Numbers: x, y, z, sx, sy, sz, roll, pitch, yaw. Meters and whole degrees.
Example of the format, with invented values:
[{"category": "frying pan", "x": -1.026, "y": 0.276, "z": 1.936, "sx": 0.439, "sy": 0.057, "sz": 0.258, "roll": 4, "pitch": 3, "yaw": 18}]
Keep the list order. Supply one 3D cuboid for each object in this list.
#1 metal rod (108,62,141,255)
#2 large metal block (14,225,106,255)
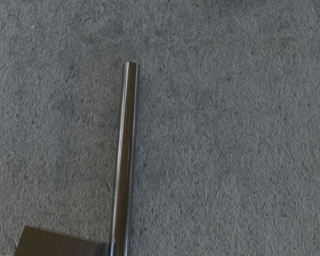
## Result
[{"category": "metal rod", "x": -0.044, "y": 0.054, "z": 0.388, "sx": 0.025, "sy": 0.025, "sz": 0.299, "roll": 1, "pitch": 70, "yaw": 0}, {"category": "large metal block", "x": -0.113, "y": 0.157, "z": 0.337, "sx": 0.080, "sy": 0.050, "sz": 0.080, "roll": 12, "pitch": 70, "yaw": 4}]
